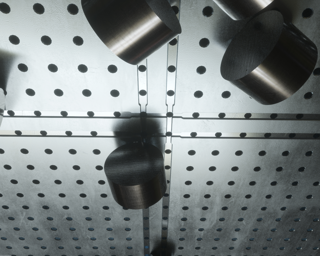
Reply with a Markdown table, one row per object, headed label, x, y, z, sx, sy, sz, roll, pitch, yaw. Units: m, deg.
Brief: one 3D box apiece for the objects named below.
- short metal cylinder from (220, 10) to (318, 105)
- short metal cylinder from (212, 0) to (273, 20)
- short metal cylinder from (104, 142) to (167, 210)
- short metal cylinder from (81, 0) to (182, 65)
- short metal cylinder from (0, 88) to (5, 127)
| label | x | y | z | sx | sy | sz | roll | pitch | yaw |
| --- | --- | --- | --- | --- | --- | --- | --- | --- | --- |
| short metal cylinder | 0.109 | -0.070 | 0.317 | 0.050 | 0.080 | 0.080 | 30 | 124 | -23 |
| short metal cylinder | 0.072 | -0.139 | 0.258 | 0.050 | 0.080 | 0.080 | 33 | 123 | -25 |
| short metal cylinder | -0.032 | 0.065 | 0.430 | 0.080 | 0.080 | 0.050 | -5 | 130 | 4 |
| short metal cylinder | -0.024 | -0.106 | 0.285 | 0.050 | 0.080 | 0.080 | -32 | 123 | 24 |
| short metal cylinder | -0.222 | -0.015 | 0.361 | 0.050 | 0.080 | 0.079 | 14 | 129 | -12 |
